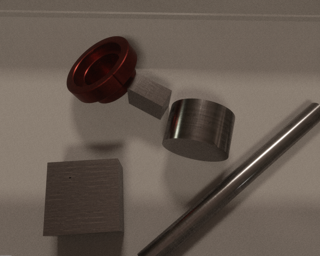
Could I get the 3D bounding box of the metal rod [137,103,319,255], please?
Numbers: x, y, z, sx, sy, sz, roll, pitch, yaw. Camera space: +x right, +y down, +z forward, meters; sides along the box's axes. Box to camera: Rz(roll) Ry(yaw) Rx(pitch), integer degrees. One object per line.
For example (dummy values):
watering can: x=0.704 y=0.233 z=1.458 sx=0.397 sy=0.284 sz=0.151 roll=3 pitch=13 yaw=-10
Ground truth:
metal rod: x=0.098 y=0.065 z=0.387 sx=0.301 sy=0.025 sz=0.025 roll=-37 pitch=75 yaw=-13

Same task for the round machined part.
round machined part: x=-0.071 y=-0.071 z=0.410 sx=0.098 sy=0.042 sz=0.098 roll=-19 pitch=47 yaw=22

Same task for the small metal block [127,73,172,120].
small metal block: x=-0.014 y=-0.041 z=0.410 sx=0.050 sy=0.050 sz=0.025 roll=28 pitch=73 yaw=6

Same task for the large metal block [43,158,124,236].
large metal block: x=-0.086 y=0.083 z=0.365 sx=0.081 sy=0.050 sz=0.080 roll=-3 pitch=70 yaw=-2

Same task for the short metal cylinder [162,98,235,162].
short metal cylinder: x=0.048 y=0.005 z=0.379 sx=0.080 sy=0.080 sz=0.050 roll=13 pitch=71 yaw=4
